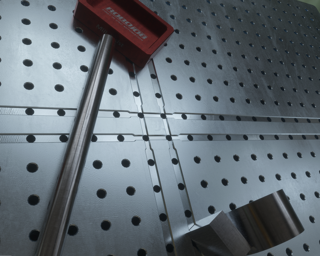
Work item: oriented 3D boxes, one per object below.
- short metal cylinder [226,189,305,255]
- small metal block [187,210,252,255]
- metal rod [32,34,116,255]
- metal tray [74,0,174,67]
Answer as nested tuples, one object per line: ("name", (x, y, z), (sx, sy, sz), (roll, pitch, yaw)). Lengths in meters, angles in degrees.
("short metal cylinder", (0.122, 0.113, 0.372), (0.081, 0.080, 0.050), (-11, 68, -33))
("small metal block", (0.066, 0.127, 0.351), (0.025, 0.050, 0.050), (-33, 80, -37))
("metal rod", (-0.089, -0.001, 0.361), (0.025, 0.025, 0.300), (19, 54, -18))
("metal tray", (-0.052, -0.163, 0.477), (0.130, 0.030, 0.090), (37, 51, -4))
